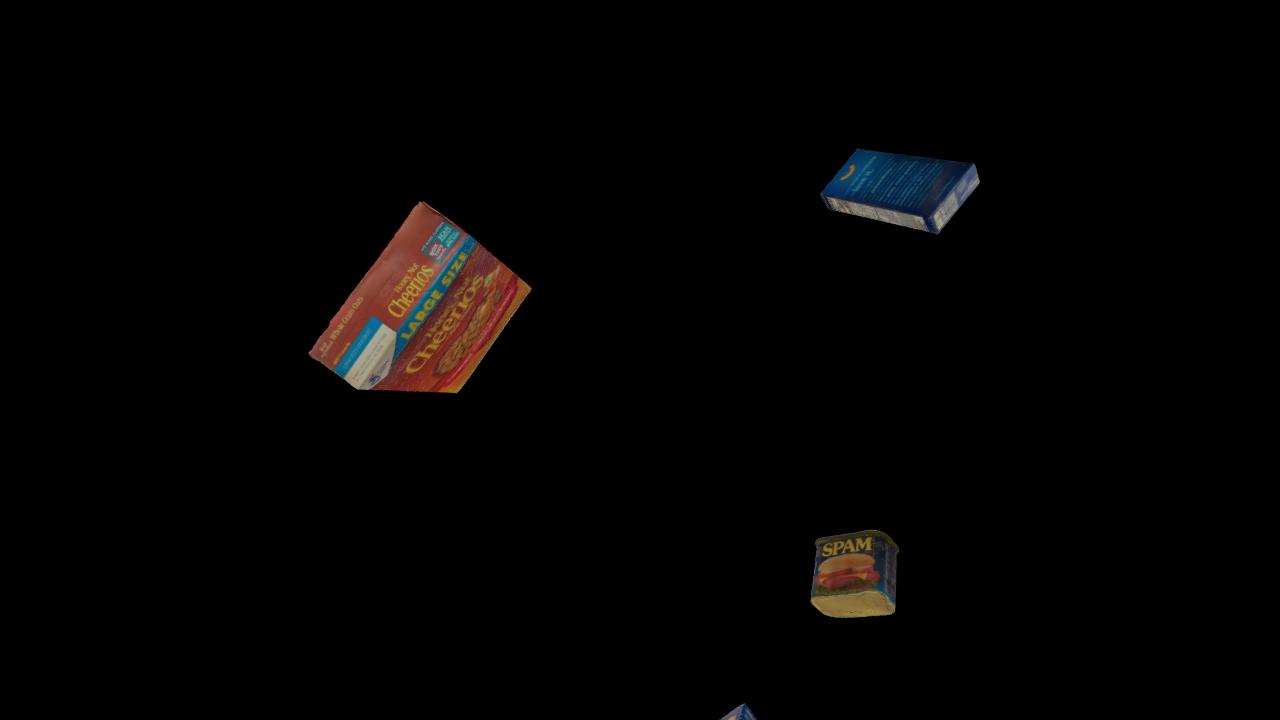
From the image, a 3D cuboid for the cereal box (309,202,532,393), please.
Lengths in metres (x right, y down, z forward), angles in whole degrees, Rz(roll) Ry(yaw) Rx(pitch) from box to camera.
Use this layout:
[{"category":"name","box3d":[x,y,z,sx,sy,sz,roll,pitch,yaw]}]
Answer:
[{"category":"cereal box","box3d":[-0.254,-0.058,0.786,0.081,0.203,0.306,35,-2,4]}]

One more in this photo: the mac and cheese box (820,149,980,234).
[{"category":"mac and cheese box","box3d":[0.350,-0.235,0.844,0.041,0.093,0.184,41,-4,-40]}]

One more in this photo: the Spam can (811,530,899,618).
[{"category":"Spam can","box3d":[0.267,0.268,0.767,0.101,0.058,0.085,-25,28,39]}]

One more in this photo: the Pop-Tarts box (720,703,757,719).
[{"category":"Pop-Tarts box","box3d":[0.076,0.325,0.360,0.083,0.167,0.141,-40,-12,9]}]
